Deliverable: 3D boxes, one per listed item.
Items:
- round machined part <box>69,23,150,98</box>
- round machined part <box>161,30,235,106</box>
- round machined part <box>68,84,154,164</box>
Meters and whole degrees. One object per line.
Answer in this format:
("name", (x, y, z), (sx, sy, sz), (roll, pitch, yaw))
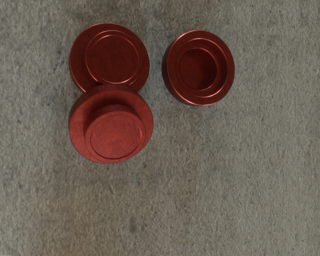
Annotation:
("round machined part", (-0.059, -0.080, 0.379), (0.099, 0.042, 0.097), (0, 90, -21))
("round machined part", (0.048, -0.078, 0.419), (0.099, 0.042, 0.097), (0, 90, -21))
("round machined part", (-0.054, 0.002, 0.360), (0.099, 0.042, 0.097), (-9, 120, -15))
